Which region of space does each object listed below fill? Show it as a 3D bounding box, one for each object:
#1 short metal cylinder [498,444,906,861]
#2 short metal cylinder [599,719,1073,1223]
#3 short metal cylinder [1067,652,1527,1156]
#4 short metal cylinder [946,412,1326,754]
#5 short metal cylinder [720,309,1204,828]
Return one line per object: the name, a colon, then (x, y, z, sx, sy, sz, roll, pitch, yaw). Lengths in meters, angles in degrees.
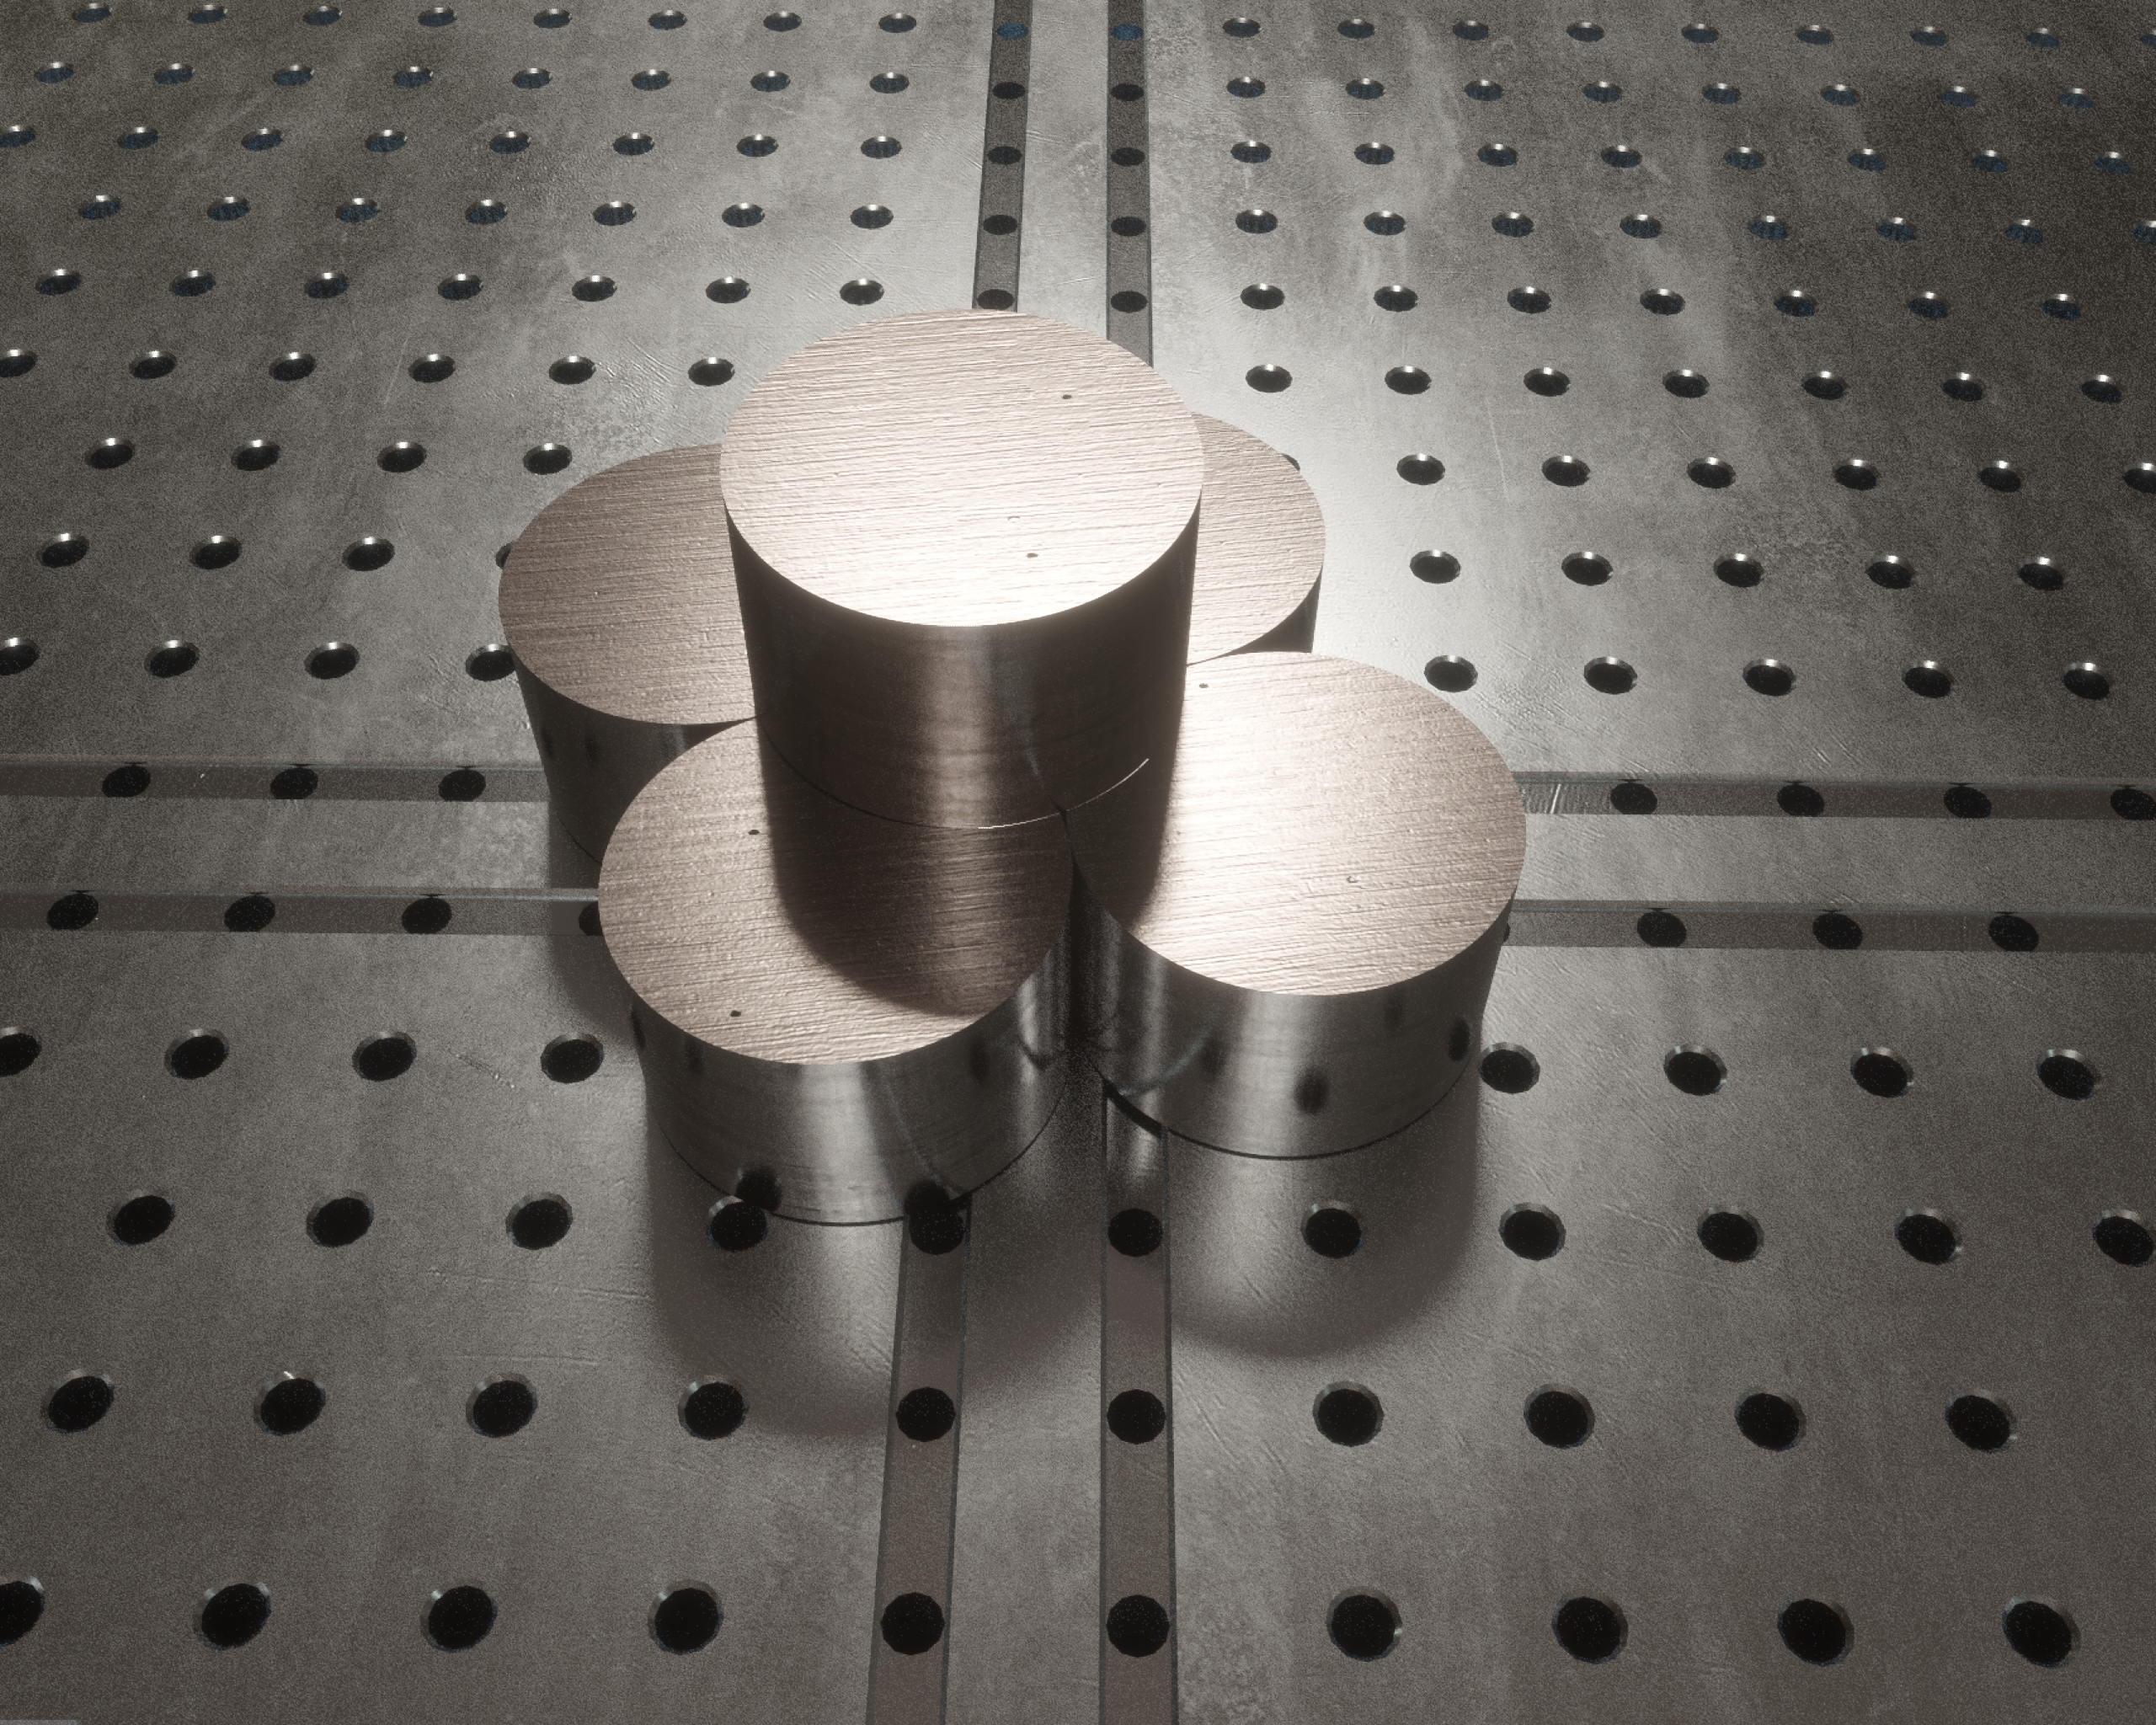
short metal cylinder: (-0.071, -0.040, 0.423, 0.081, 0.050, 0.080, 0, 50, 0)
short metal cylinder: (-0.041, 0.017, 0.375, 0.081, 0.050, 0.080, 0, 50, 0)
short metal cylinder: (0.038, 0.007, 0.385, 0.081, 0.050, 0.080, 0, 50, 0)
short metal cylinder: (0.009, -0.051, 0.433, 0.081, 0.050, 0.080, 0, 50, 0)
short metal cylinder: (-0.020, -0.053, 0.368, 0.081, 0.050, 0.080, 1, 51, -1)
